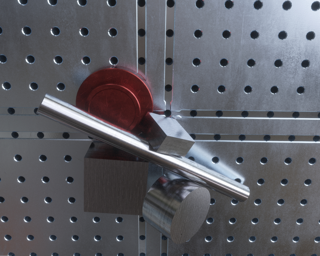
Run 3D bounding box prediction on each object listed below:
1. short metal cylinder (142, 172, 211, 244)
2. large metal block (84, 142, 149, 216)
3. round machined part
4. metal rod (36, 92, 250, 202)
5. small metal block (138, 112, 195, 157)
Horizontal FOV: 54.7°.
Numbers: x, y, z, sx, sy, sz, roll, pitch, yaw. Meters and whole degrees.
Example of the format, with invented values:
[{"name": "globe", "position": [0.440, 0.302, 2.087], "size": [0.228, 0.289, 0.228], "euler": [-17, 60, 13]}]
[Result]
[{"name": "short metal cylinder", "position": [0.023, 0.106, 0.417], "size": [0.081, 0.050, 0.079], "euler": [-23, 124, -40]}, {"name": "large metal block", "position": [-0.058, 0.068, 0.422], "size": [0.081, 0.050, 0.079], "euler": [4, 110, -2]}, {"name": "round machined part", "position": [-0.058, -0.027, 0.394], "size": [0.099, 0.042, 0.097], "euler": [0, 110, -1]}, {"name": "metal rod", "position": [-0.003, 0.034, 0.391], "size": [0.302, 0.025, 0.025], "euler": [26, 108, -23]}, {"name": "small metal block", "position": [0.008, 0.008, 0.393], "size": [0.050, 0.050, 0.025], "euler": [14, 117, -42]}]
